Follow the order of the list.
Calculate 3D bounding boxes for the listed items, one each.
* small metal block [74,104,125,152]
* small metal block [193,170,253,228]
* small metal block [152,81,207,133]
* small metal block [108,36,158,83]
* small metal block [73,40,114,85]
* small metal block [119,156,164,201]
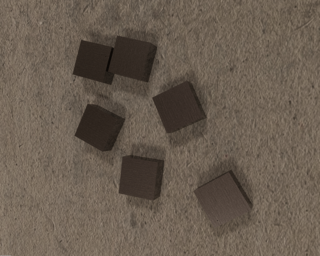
[{"bbox_3d":[-0.085,-0.001,0.438,0.050,0.025,0.050,27,99,17],"label":"small metal block"},{"bbox_3d":[0.078,0.086,0.381,0.050,0.025,0.050,-32,80,16],"label":"small metal block"},{"bbox_3d":[0.025,-0.026,0.399,0.050,0.025,0.050,-25,82,18],"label":"small metal block"},{"bbox_3d":[-0.037,-0.093,0.421,0.050,0.025,0.050,17,96,18],"label":"small metal block"},{"bbox_3d":[-0.090,-0.093,0.439,0.050,0.025,0.050,17,96,18],"label":"small metal block"},{"bbox_3d":[-0.025,0.066,0.417,0.050,0.025,0.050,7,92,19],"label":"small metal block"}]
